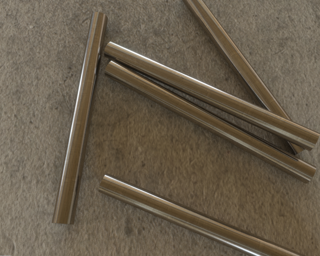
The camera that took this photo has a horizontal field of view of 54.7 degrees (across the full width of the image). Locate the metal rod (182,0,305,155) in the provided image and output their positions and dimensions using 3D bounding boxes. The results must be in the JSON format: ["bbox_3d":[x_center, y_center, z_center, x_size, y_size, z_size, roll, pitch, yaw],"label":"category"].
[{"bbox_3d":[0.112,-0.094,0.443,0.025,0.025,0.299,-27,73,-10],"label":"metal rod"}]

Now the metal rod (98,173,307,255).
[{"bbox_3d":[0.070,0.121,0.364,0.301,0.025,0.025,21,71,7],"label":"metal rod"}]

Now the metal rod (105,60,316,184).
[{"bbox_3d":[0.059,-0.013,0.413,0.301,0.025,0.025,29,73,9],"label":"metal rod"}]

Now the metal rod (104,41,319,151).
[{"bbox_3d":[0.057,-0.048,0.412,0.301,0.025,0.025,27,72,14],"label":"metal rod"}]

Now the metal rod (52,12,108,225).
[{"bbox_3d":[-0.103,-0.027,0.416,0.025,0.025,0.299,4,70,1],"label":"metal rod"}]
